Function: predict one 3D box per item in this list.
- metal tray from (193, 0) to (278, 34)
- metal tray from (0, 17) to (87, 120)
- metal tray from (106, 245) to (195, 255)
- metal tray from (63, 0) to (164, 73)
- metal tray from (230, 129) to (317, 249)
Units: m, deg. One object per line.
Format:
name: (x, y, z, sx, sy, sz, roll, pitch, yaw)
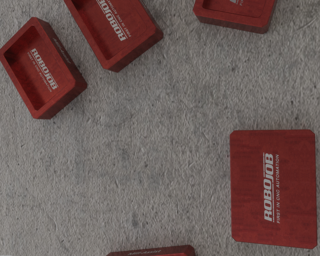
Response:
metal tray: (0.102, -0.187, 0.370, 0.090, 0.030, 0.129, 18, 96, 19)
metal tray: (-0.180, -0.089, 0.469, 0.090, 0.030, 0.130, -37, 79, 16)
metal tray: (-0.012, 0.210, 0.410, 0.130, 0.030, 0.090, -13, 86, 19)
metal tray: (-0.066, -0.155, 0.429, 0.090, 0.030, 0.130, -34, 79, 16)
metal tray: (0.130, 0.067, 0.360, 0.090, 0.030, 0.129, -1, 90, 20)
